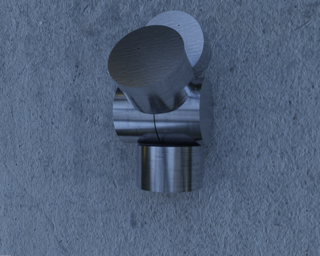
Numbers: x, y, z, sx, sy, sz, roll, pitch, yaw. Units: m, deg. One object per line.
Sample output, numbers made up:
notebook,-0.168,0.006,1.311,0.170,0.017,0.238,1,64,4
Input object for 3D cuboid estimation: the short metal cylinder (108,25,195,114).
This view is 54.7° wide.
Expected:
short metal cylinder,-0.008,-0.061,0.329,0.080,0.050,0.080,-8,59,14

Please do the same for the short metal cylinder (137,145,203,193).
short metal cylinder,0.012,0.045,0.376,0.080,0.080,0.050,0,90,19

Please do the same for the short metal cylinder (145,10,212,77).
short metal cylinder,0.020,-0.099,0.390,0.080,0.050,0.079,0,90,19

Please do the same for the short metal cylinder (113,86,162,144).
short metal cylinder,-0.017,-0.020,0.387,0.050,0.080,0.079,1,90,19

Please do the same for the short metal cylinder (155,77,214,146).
short metal cylinder,0.032,-0.019,0.369,0.050,0.080,0.079,0,90,20
